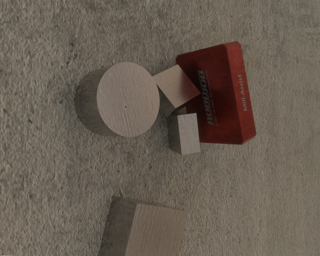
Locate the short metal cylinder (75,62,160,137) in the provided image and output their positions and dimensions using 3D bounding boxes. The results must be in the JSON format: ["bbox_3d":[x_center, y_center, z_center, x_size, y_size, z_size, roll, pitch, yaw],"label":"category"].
[{"bbox_3d":[-0.047,-0.030,0.349,0.081,0.050,0.079,0,90,-40],"label":"short metal cylinder"}]

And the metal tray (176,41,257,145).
[{"bbox_3d":[0.075,-0.044,0.425,0.030,0.090,0.129,-22,104,-38],"label":"metal tray"}]

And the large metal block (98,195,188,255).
[{"bbox_3d":[-0.020,0.131,0.372,0.080,0.050,0.080,21,77,-38],"label":"large metal block"}]

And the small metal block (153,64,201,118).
[{"bbox_3d":[0.016,-0.049,0.405,0.050,0.025,0.050,-32,81,-35],"label":"small metal block"}]

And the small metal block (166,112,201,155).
[{"bbox_3d":[0.030,0.006,0.409,0.025,0.050,0.050,-8,96,-15],"label":"small metal block"}]
